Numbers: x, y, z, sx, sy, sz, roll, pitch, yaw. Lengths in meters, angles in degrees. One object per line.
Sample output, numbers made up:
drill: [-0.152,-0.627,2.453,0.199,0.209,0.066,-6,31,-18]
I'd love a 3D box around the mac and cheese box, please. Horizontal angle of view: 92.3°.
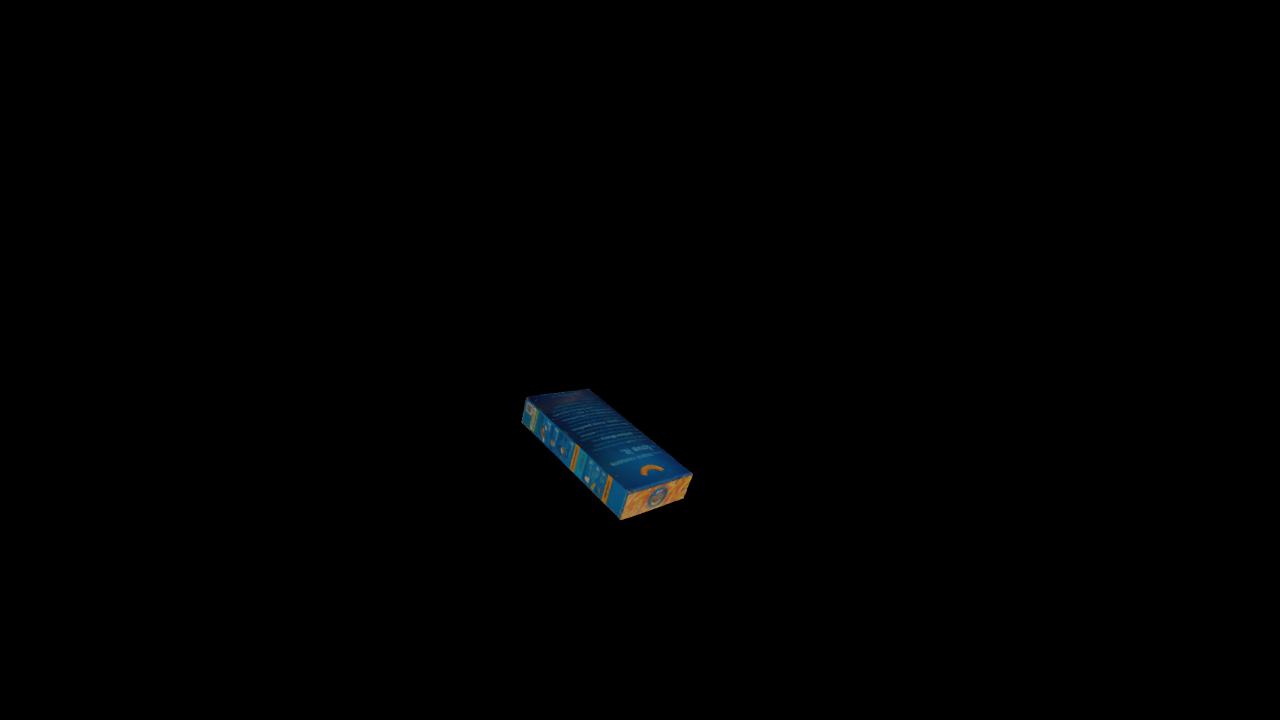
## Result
mac and cheese box: [-0.040,0.094,0.667,0.093,0.041,0.184,-5,30,-43]
